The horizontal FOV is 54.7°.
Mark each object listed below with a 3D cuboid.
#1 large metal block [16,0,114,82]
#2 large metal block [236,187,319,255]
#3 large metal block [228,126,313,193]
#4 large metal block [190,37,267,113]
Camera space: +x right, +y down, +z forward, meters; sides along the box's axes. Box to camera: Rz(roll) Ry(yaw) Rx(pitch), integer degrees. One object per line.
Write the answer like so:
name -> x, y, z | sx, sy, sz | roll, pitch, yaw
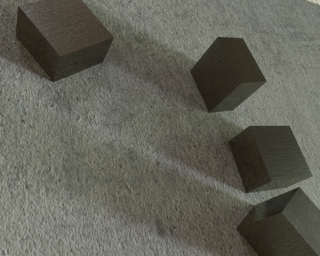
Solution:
large metal block -> -0.121, -0.116, 0.393 | 0.081, 0.050, 0.080 | -35, 81, -38
large metal block -> 0.156, 0.129, 0.373 | 0.050, 0.080, 0.080 | -34, 81, -38
large metal block -> 0.157, 0.044, 0.445 | 0.081, 0.050, 0.080 | 0, 62, -28
large metal block -> 0.100, -0.079, 0.471 | 0.050, 0.080, 0.080 | -8, 66, -32
